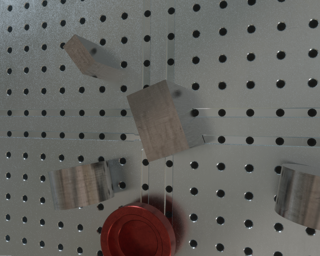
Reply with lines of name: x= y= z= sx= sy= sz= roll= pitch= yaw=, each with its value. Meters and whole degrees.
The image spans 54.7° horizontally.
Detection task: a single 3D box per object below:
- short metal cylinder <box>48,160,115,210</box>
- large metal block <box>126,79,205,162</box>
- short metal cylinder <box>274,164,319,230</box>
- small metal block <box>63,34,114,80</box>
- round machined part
short metal cylinder: x=-0.106 y=0.076 z=0.421 sx=0.080 sy=0.080 sz=0.050 roll=-12 pitch=86 yaw=19
large metal block: x=0.010 y=-0.008 z=0.380 sx=0.050 sy=0.080 sz=0.080 roll=-21 pitch=83 yaw=19
short metal cylinder: x=0.166 y=0.071 z=0.325 sx=0.080 sy=0.080 sz=0.050 roll=10 pitch=93 yaw=19
small metal block: x=-0.099 y=-0.098 z=0.434 sx=0.025 sy=0.050 sz=0.050 roll=-41 pitch=77 yaw=16
round machined part: x=-0.026 y=0.148 z=0.413 sx=0.098 sy=0.042 sz=0.097 roll=0 pitch=90 yaw=20
